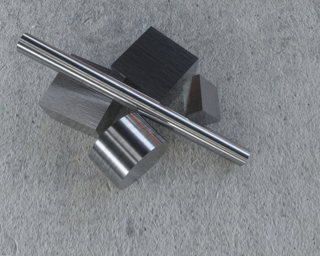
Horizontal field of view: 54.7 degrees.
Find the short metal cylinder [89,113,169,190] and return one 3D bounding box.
[{"bbox_3d":[-0.036,0.028,0.369,0.080,0.080,0.050,-42,76,-14],"label":"short metal cylinder"}]

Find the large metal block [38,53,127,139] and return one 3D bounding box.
[{"bbox_3d":[-0.096,-0.039,0.410,0.080,0.050,0.080,24,72,8],"label":"large metal block"}]

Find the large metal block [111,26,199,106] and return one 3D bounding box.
[{"bbox_3d":[-0.006,-0.077,0.421,0.080,0.050,0.080,38,74,12],"label":"large metal block"}]

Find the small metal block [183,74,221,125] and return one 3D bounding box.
[{"bbox_3d":[0.055,-0.036,0.407,0.025,0.050,0.050,-15,66,33],"label":"small metal block"}]

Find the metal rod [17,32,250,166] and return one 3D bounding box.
[{"bbox_3d":[-0.025,-0.030,0.377,0.301,0.025,0.025,27,72,-8],"label":"metal rod"}]
